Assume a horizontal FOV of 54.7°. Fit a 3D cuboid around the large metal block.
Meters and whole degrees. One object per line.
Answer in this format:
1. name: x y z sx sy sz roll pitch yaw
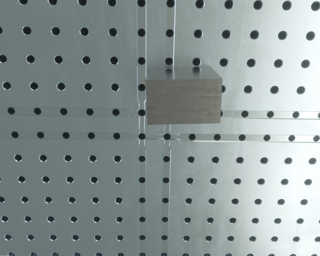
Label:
1. large metal block: 0.025 -0.041 0.369 0.081 0.080 0.050 -1 110 0
